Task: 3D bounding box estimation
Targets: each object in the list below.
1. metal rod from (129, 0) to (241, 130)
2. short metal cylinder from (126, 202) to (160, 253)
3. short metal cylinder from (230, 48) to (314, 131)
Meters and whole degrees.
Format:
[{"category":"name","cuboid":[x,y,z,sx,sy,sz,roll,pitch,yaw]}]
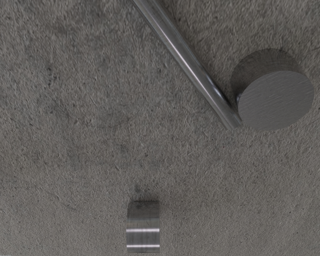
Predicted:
[{"category":"metal rod","cuboid":[0.008,-0.100,0.321,0.025,0.025,0.300,-28,125,22]},{"category":"short metal cylinder","cuboid":[-0.026,0.163,0.509,0.050,0.080,0.079,-1,130,0]},{"category":"short metal cylinder","cuboid":[0.125,-0.043,0.355,0.081,0.050,0.079,0,130,0]}]
